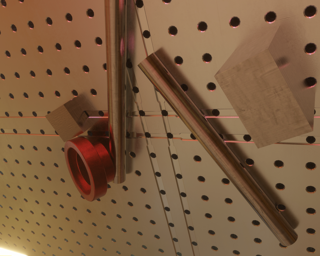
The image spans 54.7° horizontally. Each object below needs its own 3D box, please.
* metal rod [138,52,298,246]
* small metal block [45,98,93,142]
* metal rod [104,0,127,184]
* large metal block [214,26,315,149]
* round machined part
[{"bbox_3d":[0.077,0.032,0.389,0.025,0.025,0.300,-33,101,38],"label":"metal rod"},{"bbox_3d":[-0.140,-0.012,0.475,0.050,0.025,0.050,-23,107,36],"label":"small metal block"},{"bbox_3d":[-0.057,-0.044,0.412,0.025,0.025,0.298,17,125,18],"label":"metal rod"},{"bbox_3d":[0.104,-0.040,0.295,0.050,0.080,0.080,-25,105,36],"label":"large metal block"},{"bbox_3d":[-0.105,0.058,0.473,0.098,0.042,0.097,31,131,43],"label":"round machined part"}]
